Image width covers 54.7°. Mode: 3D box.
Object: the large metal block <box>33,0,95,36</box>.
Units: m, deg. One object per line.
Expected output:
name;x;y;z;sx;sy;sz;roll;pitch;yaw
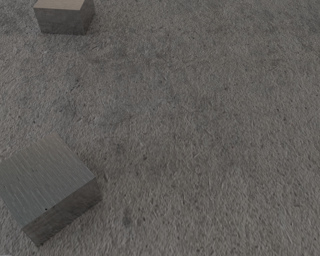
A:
large metal block;-0.171;-0.215;0.567;0.080;0.050;0.080;4;50;3

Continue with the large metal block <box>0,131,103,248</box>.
large metal block;-0.122;0.063;0.333;0.080;0.050;0.080;-35;58;-26
